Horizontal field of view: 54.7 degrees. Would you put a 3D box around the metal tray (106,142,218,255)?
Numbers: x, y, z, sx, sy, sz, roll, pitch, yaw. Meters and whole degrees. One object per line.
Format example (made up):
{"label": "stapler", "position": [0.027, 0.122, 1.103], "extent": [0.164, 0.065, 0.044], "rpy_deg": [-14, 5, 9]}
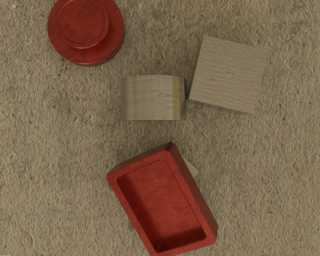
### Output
{"label": "metal tray", "position": [0.004, 0.093, 0.384], "extent": [0.090, 0.030, 0.130], "rpy_deg": [-25, 98, 20]}

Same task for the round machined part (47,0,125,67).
{"label": "round machined part", "position": [-0.097, -0.132, 0.400], "extent": [0.099, 0.042, 0.097], "rpy_deg": [0, 90, -1]}

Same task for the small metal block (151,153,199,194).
{"label": "small metal block", "position": [0.015, 0.057, 0.410], "extent": [0.050, 0.025, 0.050], "rpy_deg": [44, 90, 0]}

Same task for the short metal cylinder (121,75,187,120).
{"label": "short metal cylinder", "position": [-0.007, -0.034, 0.382], "extent": [0.081, 0.080, 0.050], "rpy_deg": [0, 90, -1]}

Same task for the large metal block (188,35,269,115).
{"label": "large metal block", "position": [0.083, -0.065, 0.399], "extent": [0.080, 0.050, 0.080], "rpy_deg": [13, 90, -1]}
